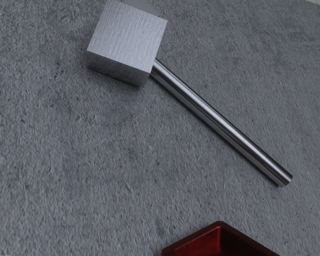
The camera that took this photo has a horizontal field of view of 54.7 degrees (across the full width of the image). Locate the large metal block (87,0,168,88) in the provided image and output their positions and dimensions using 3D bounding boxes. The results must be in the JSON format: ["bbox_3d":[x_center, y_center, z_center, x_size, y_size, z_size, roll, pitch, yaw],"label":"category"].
[{"bbox_3d":[-0.044,-0.110,0.410,0.080,0.050,0.080,19,73,-8],"label":"large metal block"}]

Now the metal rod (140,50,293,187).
[{"bbox_3d":[0.072,-0.020,0.454,0.300,0.025,0.025,41,51,-1],"label":"metal rod"}]

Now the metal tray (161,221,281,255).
[{"bbox_3d":[0.073,0.145,0.295,0.091,0.130,0.030,-14,111,-34],"label":"metal tray"}]

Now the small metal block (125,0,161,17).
[{"bbox_3d":[-0.035,-0.178,0.494,0.050,0.025,0.050,37,51,-3],"label":"small metal block"}]
